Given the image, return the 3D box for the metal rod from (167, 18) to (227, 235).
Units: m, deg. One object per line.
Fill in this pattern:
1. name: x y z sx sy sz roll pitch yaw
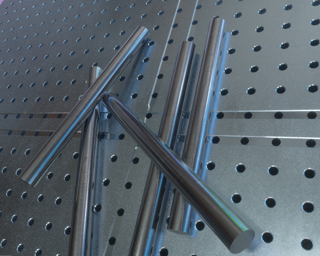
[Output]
1. metal rod: 0.053 -0.021 0.392 0.025 0.025 0.300 0 61 28

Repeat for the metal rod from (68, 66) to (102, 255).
1. metal rod: -0.102 0.031 0.440 0.025 0.025 0.299 -16 55 19

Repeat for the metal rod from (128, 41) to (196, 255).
1. metal rod: 0.009 0.011 0.395 0.025 0.025 0.300 -1 61 27

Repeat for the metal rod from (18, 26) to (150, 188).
1. metal rod: -0.099 -0.046 0.458 0.025 0.025 0.300 14 60 33

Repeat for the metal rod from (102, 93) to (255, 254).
1. metal rod: -0.005 0.024 0.359 0.025 0.025 0.300 -44 40 -2
